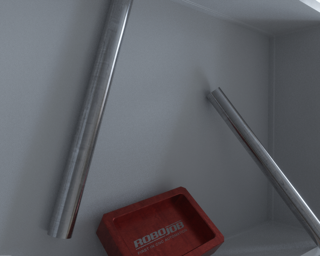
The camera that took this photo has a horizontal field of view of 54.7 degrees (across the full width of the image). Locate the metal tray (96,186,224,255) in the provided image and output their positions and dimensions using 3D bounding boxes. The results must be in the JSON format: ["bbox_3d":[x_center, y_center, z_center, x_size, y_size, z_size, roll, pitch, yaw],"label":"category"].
[{"bbox_3d":[0.003,0.128,0.370,0.131,0.090,0.030,-10,138,-40],"label":"metal tray"}]

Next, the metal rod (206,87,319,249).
[{"bbox_3d":[0.170,0.064,0.475,0.025,0.025,0.299,-35,87,-35],"label":"metal rod"}]

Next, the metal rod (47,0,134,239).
[{"bbox_3d":[-0.072,-0.032,0.347,0.025,0.025,0.299,21,77,-39],"label":"metal rod"}]
